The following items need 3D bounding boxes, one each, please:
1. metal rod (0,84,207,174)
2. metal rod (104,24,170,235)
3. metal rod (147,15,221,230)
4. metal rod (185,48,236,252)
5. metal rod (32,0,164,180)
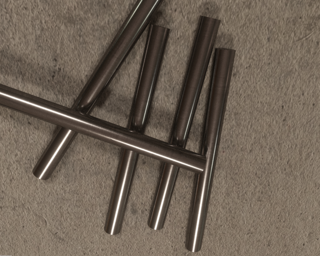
[{"bbox_3d":[-0.086,-0.003,0.379,0.302,0.025,0.025,20,109,-8],"label":"metal rod"},{"bbox_3d":[-0.036,0.016,0.415,0.025,0.025,0.298,13,110,-5],"label":"metal rod"},{"bbox_3d":[0.026,0.007,0.412,0.025,0.025,0.298,12,110,-5],"label":"metal rod"},{"bbox_3d":[0.065,0.043,0.426,0.025,0.025,0.298,5,110,-2],"label":"metal rod"},{"bbox_3d":[-0.080,-0.052,0.389,0.025,0.025,0.299,33,106,-12],"label":"metal rod"}]
